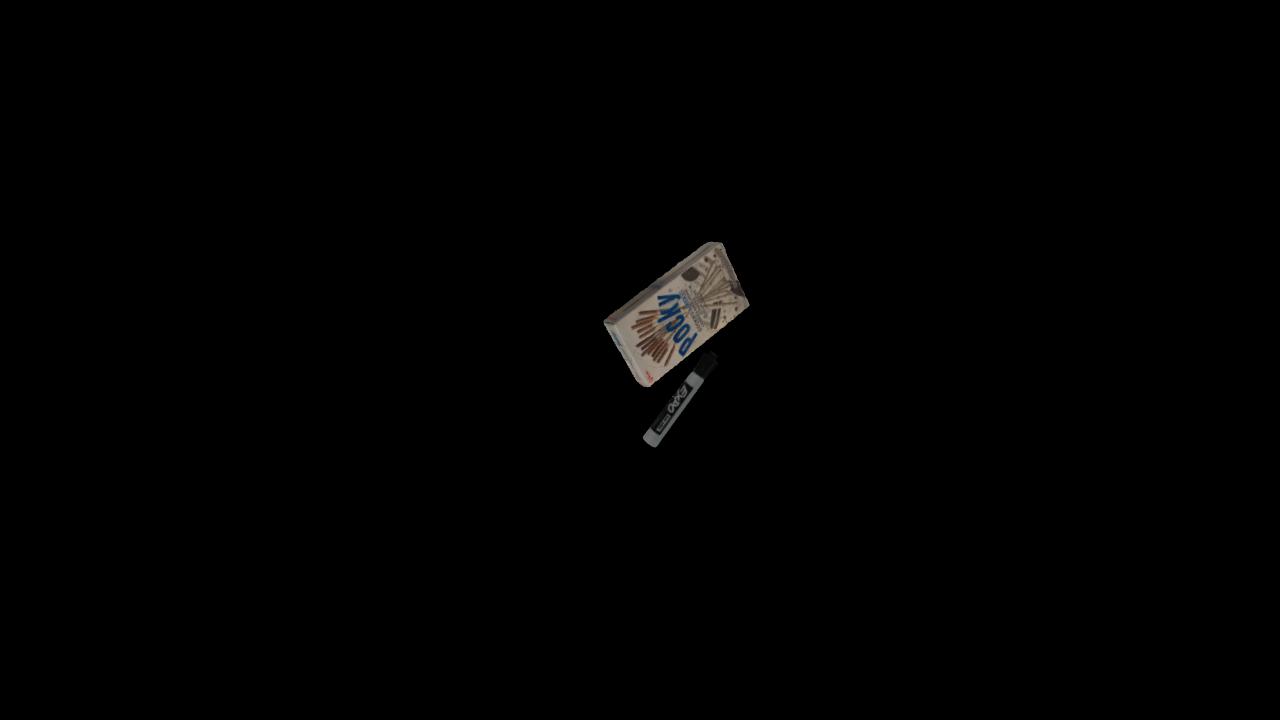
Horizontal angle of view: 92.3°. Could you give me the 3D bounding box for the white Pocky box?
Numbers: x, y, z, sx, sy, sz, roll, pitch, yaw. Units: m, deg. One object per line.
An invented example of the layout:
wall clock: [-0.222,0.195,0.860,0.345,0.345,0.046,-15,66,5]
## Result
white Pocky box: [0.042,-0.050,0.650,0.154,0.084,0.028,-39,27,-18]

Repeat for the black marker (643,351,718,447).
black marker: [0.045,0.042,0.663,0.020,0.121,0.020,34,10,-7]
